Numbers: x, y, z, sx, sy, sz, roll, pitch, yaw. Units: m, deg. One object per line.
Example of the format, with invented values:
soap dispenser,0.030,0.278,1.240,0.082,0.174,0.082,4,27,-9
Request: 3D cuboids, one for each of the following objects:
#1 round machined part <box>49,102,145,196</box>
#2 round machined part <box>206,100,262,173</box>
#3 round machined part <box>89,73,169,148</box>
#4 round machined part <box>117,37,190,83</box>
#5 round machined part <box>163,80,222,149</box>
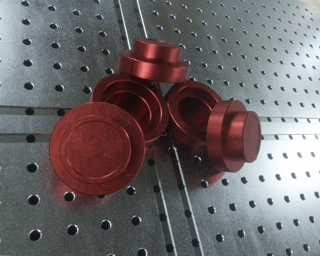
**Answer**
round machined part,-0.064,0.021,0.321,0.099,0.042,0.097,0,89,-6
round machined part,0.104,0.011,0.414,0.099,0.042,0.097,-3,94,-53
round machined part,-0.042,-0.016,0.385,0.099,0.042,0.098,14,56,-21
round machined part,-0.007,-0.096,0.421,0.099,0.042,0.098,11,21,-4
round machined part,0.045,-0.015,0.432,0.099,0.042,0.098,14,56,-21
